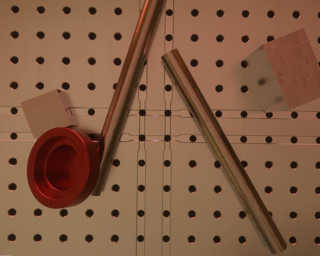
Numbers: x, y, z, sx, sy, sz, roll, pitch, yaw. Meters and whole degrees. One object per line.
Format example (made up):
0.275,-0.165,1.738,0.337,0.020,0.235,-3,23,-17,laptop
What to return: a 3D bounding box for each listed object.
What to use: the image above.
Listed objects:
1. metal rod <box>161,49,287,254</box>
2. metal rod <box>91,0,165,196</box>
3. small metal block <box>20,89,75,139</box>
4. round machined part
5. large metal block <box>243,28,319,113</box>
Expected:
0.085,0.031,0.414,0.025,0.025,0.299,-29,90,0,metal rod
-0.045,-0.056,0.412,0.025,0.025,0.298,18,90,-1,metal rod
-0.148,-0.018,0.411,0.050,0.025,0.050,-21,90,-1,small metal block
-0.116,0.050,0.391,0.098,0.042,0.097,-4,80,25,round machined part
0.153,-0.067,0.388,0.050,0.080,0.080,-23,90,0,large metal block
